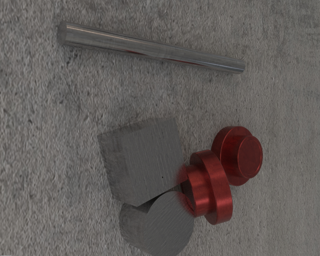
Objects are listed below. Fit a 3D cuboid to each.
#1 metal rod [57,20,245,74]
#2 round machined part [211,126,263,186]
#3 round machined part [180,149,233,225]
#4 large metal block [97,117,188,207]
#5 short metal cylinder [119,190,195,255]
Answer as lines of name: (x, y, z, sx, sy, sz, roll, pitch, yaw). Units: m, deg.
metal rod: (0.015, -0.100, 0.416, 0.302, 0.025, 0.025, -1, 91, -40)
round machined part: (0.130, 0.046, 0.503, 0.099, 0.042, 0.097, 0, 90, -40)
round machined part: (0.056, 0.080, 0.412, 0.042, 0.098, 0.097, -13, 99, -10)
large metal block: (-0.019, 0.036, 0.372, 0.081, 0.050, 0.080, -20, 103, -38)
short metal cylinder: (-0.003, 0.115, 0.386, 0.081, 0.050, 0.080, 0, 90, -40)
